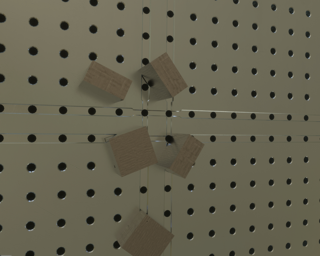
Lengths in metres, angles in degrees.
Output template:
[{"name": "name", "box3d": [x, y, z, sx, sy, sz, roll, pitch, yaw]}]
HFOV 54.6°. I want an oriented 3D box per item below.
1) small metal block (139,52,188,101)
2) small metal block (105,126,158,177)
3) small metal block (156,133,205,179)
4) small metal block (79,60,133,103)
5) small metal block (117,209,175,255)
[{"name": "small metal block", "box3d": [0.003, -0.065, 0.400, 0.025, 0.050, 0.050, -37, 102, -16]}, {"name": "small metal block", "box3d": [-0.037, 0.029, 0.399, 0.050, 0.025, 0.050, -20, 97, -19]}, {"name": "small metal block", "box3d": [0.026, 0.035, 0.409, 0.025, 0.050, 0.050, 34, 79, -17]}, {"name": "small metal block", "box3d": [-0.067, -0.054, 0.374, 0.050, 0.050, 0.025, 26, 82, -18]}, {"name": "small metal block", "box3d": [-0.018, 0.144, 0.406, 0.050, 0.025, 0.050, 42, 77, -15]}]
